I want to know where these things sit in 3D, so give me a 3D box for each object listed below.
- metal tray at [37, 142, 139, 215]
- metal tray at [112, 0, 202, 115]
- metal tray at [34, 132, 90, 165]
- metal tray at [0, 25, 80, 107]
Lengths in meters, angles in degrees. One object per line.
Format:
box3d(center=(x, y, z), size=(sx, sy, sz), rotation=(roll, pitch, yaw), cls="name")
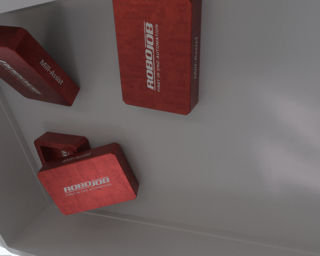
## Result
box3d(center=(-0.109, 0.081, 0.481), size=(0.130, 0.030, 0.090), rotation=(-16, 116, 12), cls="metal tray")
box3d(center=(-0.002, -0.084, 0.354), size=(0.090, 0.030, 0.129), rotation=(12, 124, 21), cls="metal tray")
box3d(center=(-0.154, 0.073, 0.531), size=(0.090, 0.030, 0.129), rotation=(5, 121, 25), cls="metal tray")
box3d(center=(-0.177, -0.078, 0.406), size=(0.090, 0.030, 0.130), rotation=(11, 158, 22), cls="metal tray")
